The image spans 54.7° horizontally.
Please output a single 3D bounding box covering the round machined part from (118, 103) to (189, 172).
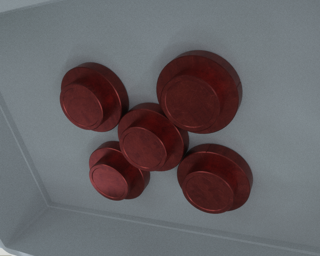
[{"bbox_3d":[-0.014,0.019,0.413,0.098,0.042,0.097,13,124,20],"label":"round machined part"}]

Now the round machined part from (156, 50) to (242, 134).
[{"bbox_3d":[0.040,-0.035,0.352,0.098,0.042,0.097,13,124,20],"label":"round machined part"}]

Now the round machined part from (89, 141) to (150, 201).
[{"bbox_3d":[-0.068,0.072,0.475,0.098,0.042,0.097,13,124,20],"label":"round machined part"}]

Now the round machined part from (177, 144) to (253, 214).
[{"bbox_3d":[0.067,0.072,0.404,0.098,0.042,0.097,13,124,20],"label":"round machined part"}]

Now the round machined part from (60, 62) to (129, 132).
[{"bbox_3d":[-0.096,-0.036,0.422,0.098,0.042,0.097,13,124,20],"label":"round machined part"}]
